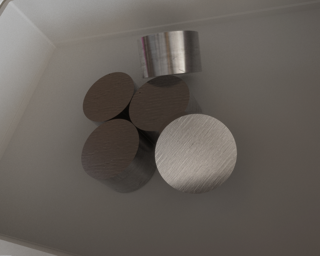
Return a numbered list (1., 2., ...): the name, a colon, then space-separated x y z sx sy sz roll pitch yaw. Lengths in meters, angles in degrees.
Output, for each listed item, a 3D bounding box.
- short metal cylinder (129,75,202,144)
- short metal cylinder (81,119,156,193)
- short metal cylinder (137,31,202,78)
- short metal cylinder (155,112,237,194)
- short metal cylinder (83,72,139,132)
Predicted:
1. short metal cylinder: 0.008 -0.020 0.394 0.080 0.050 0.080 -13 56 20
2. short metal cylinder: -0.050 0.035 0.390 0.080 0.050 0.080 -13 56 20
3. short metal cylinder: 0.013 -0.095 0.409 0.080 0.080 0.050 -3 99 26
4. short metal cylinder: 0.035 0.023 0.328 0.081 0.050 0.079 0 96 -1
5. short metal cylinder: -0.060 -0.031 0.436 0.080 0.050 0.080 -13 56 20
